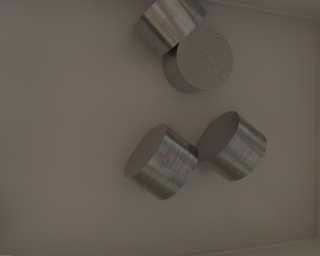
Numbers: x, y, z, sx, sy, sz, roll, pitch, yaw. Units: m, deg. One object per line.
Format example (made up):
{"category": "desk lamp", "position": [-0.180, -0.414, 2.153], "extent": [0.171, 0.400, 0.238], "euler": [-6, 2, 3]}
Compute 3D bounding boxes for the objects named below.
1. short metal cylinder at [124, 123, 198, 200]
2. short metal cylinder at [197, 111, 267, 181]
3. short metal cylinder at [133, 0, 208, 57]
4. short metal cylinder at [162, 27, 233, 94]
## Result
{"category": "short metal cylinder", "position": [0.001, 0.041, 0.382], "extent": [0.050, 0.080, 0.080], "euler": [38, 78, -16]}
{"category": "short metal cylinder", "position": [0.094, 0.024, 0.416], "extent": [0.050, 0.080, 0.080], "euler": [37, 78, -17]}
{"category": "short metal cylinder", "position": [0.012, -0.135, 0.385], "extent": [0.050, 0.080, 0.080], "euler": [46, 76, -14]}
{"category": "short metal cylinder", "position": [0.050, -0.088, 0.415], "extent": [0.081, 0.050, 0.080], "euler": [0, 90, -20]}
